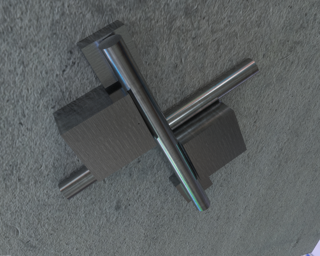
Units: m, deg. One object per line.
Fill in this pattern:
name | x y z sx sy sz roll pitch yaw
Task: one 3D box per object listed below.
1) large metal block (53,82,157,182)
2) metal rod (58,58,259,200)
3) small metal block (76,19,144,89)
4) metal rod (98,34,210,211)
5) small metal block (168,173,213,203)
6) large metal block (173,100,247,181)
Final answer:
large metal block | -0.062 0.002 0.357 0.080 0.050 0.080 -32 129 -7
metal rod | 0.003 -0.002 0.409 0.301 0.025 0.025 -34 129 -6
small metal block | -0.053 -0.079 0.332 0.050 0.025 0.050 -33 129 -7
metal rod | 0.009 0.018 0.392 0.025 0.025 0.299 -34 129 -6
small metal block | 0.049 0.083 0.487 0.050 0.025 0.050 -37 129 -4
large metal block | 0.067 0.015 0.438 0.080 0.050 0.080 -34 129 -6
